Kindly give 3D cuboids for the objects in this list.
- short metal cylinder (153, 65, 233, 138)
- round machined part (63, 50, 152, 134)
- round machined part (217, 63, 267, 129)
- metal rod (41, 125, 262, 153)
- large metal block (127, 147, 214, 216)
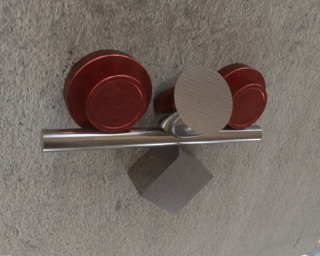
[{"bbox_3d":[0.039,-0.029,0.372,0.081,0.050,0.080,4,81,-27],"label":"short metal cylinder"},{"bbox_3d":[-0.053,-0.034,0.346,0.099,0.042,0.097,-14,124,-21],"label":"round machined part"},{"bbox_3d":[0.110,-0.037,0.434,0.099,0.042,0.097,-14,124,-21],"label":"round machined part"},{"bbox_3d":[0.011,0.011,0.393,0.303,0.025,0.025,-1,119,-28],"label":"metal rod"},{"bbox_3d":[0.015,0.066,0.439,0.080,0.050,0.080,-46,129,4],"label":"large metal block"}]
